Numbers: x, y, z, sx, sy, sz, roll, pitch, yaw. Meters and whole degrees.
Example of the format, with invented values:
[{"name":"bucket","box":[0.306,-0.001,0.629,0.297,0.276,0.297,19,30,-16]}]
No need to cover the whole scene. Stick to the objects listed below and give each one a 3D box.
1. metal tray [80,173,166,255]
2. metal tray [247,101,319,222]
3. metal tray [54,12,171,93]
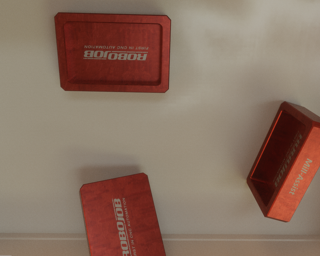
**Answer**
[{"name":"metal tray","box":[-0.049,0.131,0.404,0.091,0.030,0.129,-8,74,-20]},{"name":"metal tray","box":[0.159,0.040,0.393,0.030,0.090,0.129,16,109,-6]},{"name":"metal tray","box":[-0.054,-0.091,0.374,0.131,0.030,0.089,1,110,-1]}]
